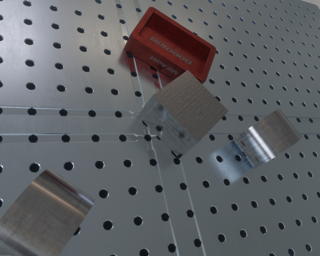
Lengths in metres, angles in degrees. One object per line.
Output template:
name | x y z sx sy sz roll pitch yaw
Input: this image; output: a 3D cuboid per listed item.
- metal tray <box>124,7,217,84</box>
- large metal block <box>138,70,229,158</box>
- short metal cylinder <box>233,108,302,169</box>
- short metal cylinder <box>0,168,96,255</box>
metal tray | 0.020 -0.126 0.492 0.130 0.030 0.090 30 52 -9
large metal block | 0.032 -0.020 0.422 0.080 0.050 0.080 46 51 4
short metal cylinder | 0.154 0.015 0.446 0.081 0.080 0.050 -25 76 -37
short metal cylinder | -0.101 0.082 0.268 0.050 0.080 0.080 36 51 -5
